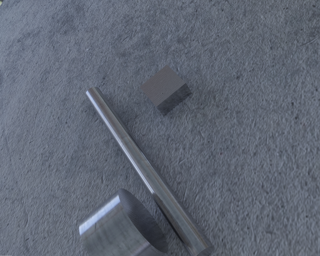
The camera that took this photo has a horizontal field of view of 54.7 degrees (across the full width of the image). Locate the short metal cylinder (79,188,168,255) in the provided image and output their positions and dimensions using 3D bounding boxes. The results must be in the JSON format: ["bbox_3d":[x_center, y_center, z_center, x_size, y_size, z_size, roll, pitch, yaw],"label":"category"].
[{"bbox_3d":[-0.036,0.110,0.320,0.050,0.080,0.080,-40,51,2],"label":"short metal cylinder"}]

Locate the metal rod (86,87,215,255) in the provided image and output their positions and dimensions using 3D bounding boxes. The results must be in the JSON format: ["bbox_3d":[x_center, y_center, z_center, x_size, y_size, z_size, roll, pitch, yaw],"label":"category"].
[{"bbox_3d":[-0.031,0.035,0.398,0.025,0.025,0.300,-40,51,1],"label":"metal rod"}]

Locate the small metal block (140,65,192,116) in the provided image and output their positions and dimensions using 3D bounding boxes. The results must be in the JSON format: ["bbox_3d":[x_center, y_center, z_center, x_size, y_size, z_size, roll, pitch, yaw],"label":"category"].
[{"bbox_3d":[0.008,-0.053,0.432,0.050,0.025,0.050,-39,51,1],"label":"small metal block"}]
